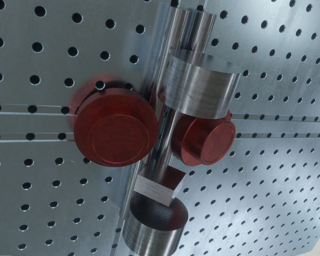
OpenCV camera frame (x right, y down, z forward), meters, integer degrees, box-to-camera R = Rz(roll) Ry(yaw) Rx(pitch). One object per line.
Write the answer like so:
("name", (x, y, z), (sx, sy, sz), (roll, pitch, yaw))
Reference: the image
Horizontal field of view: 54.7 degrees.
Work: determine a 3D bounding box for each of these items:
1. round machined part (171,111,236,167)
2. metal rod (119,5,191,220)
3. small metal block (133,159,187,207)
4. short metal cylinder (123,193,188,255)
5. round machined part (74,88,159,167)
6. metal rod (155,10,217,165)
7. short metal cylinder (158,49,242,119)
("round machined part", (0.065, 0.012, 0.426), (0.099, 0.042, 0.097), (-26, 134, -30))
("metal rod", (-0.013, -0.001, 0.402), (0.025, 0.025, 0.298), (1, 118, -29))
("small metal block", (0.001, 0.071, 0.409), (0.050, 0.050, 0.025), (-39, 148, -61))
("short metal cylinder", (-0.007, 0.130, 0.424), (0.081, 0.080, 0.050), (1, 118, -29))
("round machined part", (-0.049, 0.006, 0.361), (0.099, 0.042, 0.097), (-6, 119, -10))
("metal rod", (0.018, -0.002, 0.418), (0.025, 0.025, 0.298), (1, 118, -29))
("short metal cylinder", (0.042, -0.050, 0.339), (0.081, 0.080, 0.050), (1, 118, -29))
